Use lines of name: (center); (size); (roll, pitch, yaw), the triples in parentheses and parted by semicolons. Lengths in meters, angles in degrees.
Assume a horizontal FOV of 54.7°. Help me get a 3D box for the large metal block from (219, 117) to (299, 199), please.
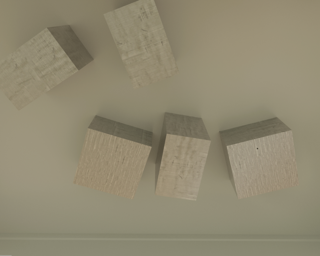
large metal block: (0.131, 0.040, 0.415); (0.080, 0.050, 0.080); (-14, 110, 5)

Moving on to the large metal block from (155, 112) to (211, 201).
large metal block: (0.025, 0.033, 0.395); (0.050, 0.080, 0.079); (9, 110, -4)

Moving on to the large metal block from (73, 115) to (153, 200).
large metal block: (-0.061, 0.038, 0.411); (0.080, 0.050, 0.079); (17, 109, -7)

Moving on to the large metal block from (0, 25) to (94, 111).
large metal block: (-0.131, -0.072, 0.354); (0.080, 0.080, 0.050); (-31, 108, 10)

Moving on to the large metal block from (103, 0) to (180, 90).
large metal block: (-0.017, -0.097, 0.346); (0.050, 0.080, 0.080); (-19, 109, 6)
